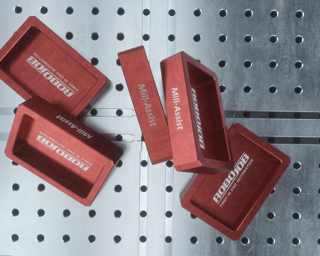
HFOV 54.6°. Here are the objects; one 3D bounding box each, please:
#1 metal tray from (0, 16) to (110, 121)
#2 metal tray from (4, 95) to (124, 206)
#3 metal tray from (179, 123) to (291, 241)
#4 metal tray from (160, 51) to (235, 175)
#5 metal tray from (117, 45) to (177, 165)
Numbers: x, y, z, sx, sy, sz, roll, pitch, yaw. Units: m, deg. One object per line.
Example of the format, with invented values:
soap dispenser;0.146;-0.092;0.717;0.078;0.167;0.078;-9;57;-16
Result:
metal tray;-0.143;-0.070;0.409;0.130;0.030;0.090;41;90;0
metal tray;-0.122;0.031;0.389;0.130;0.030;0.089;32;121;0
metal tray;0.097;0.069;0.411;0.090;0.030;0.130;34;90;0
metal tray;0.045;-0.014;0.363;0.030;0.090;0.130;-18;70;32
metal tray;-0.013;-0.025;0.380;0.030;0.090;0.129;-17;90;1
